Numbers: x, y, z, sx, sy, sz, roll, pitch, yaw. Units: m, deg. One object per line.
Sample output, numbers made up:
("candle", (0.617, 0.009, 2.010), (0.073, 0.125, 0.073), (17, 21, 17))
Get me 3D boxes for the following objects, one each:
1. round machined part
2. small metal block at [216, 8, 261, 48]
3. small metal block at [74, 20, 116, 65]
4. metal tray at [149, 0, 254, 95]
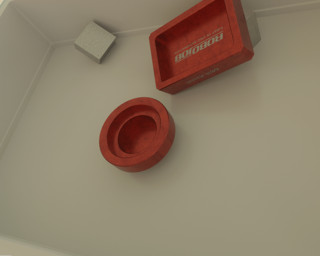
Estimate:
("round machined part", (-0.025, 0.012, 0.399), (0.098, 0.042, 0.098), (-13, 56, 20))
("small metal block", (0.104, -0.136, 0.418), (0.025, 0.050, 0.050), (-48, 52, -5))
("small metal block", (-0.111, -0.147, 0.535), (0.050, 0.025, 0.050), (33, 77, -4))
("metal tray", (0.047, -0.108, 0.403), (0.130, 0.030, 0.090), (-21, 69, 36))
